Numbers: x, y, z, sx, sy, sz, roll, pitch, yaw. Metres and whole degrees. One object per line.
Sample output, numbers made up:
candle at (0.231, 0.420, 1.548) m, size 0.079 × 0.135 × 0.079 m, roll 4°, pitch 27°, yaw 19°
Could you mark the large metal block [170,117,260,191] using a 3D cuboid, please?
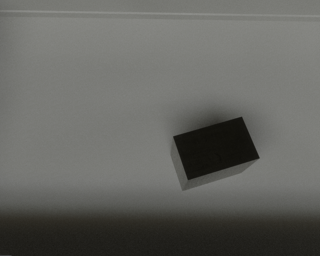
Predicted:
large metal block at (0.060, 0.034, 0.369) m, size 0.081 × 0.080 × 0.050 m, roll -16°, pitch 71°, yaw -6°
